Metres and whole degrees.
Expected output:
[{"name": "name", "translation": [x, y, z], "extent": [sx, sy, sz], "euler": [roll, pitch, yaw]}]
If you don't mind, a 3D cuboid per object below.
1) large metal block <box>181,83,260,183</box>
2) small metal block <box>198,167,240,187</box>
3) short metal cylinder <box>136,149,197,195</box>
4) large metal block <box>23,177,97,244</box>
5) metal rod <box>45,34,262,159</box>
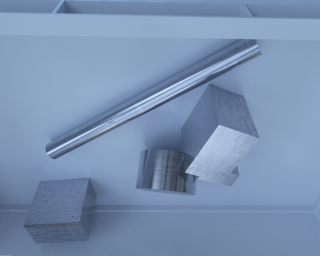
[{"name": "large metal block", "translation": [0.068, 0.006, 0.379], "extent": [0.050, 0.080, 0.079], "euler": [18, 128, -15]}, {"name": "small metal block", "translation": [0.079, 0.050, 0.437], "extent": [0.050, 0.050, 0.025], "euler": [15, 128, -13]}, {"name": "short metal cylinder", "translation": [0.010, 0.062, 0.421], "extent": [0.080, 0.050, 0.080], "euler": [6, 166, 2]}, {"name": "large metal block", "translation": [-0.149, 0.126, 0.479], "extent": [0.080, 0.080, 0.050], "euler": [-5, 130, 3]}, {"name": "metal rod", "translation": [-0.023, -0.029, 0.384], "extent": [0.300, 0.025, 0.025], "euler": [-26, 126, 20]}]
